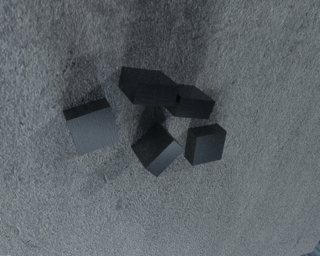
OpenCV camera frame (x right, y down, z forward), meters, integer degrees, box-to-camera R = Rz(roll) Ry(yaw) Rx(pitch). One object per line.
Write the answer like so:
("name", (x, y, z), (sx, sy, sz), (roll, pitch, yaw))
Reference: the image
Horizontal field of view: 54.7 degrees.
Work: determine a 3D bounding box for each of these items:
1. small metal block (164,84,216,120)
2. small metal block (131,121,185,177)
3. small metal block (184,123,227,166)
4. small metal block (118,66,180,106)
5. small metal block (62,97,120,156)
("small metal block", (0.032, -0.035, 0.386), (0.050, 0.050, 0.025), (3, 117, -30))
("small metal block", (-0.004, 0.027, 0.405), (0.050, 0.050, 0.025), (-45, 129, 3))
("small metal block", (0.067, 0.024, 0.458), (0.050, 0.025, 0.050), (-10, 123, -24))
("small metal block", (-0.014, -0.048, 0.353), (0.050, 0.050, 0.025), (1, 118, -29))
("small metal block", (-0.079, -0.002, 0.362), (0.050, 0.025, 0.050), (-21, 127, -16))
